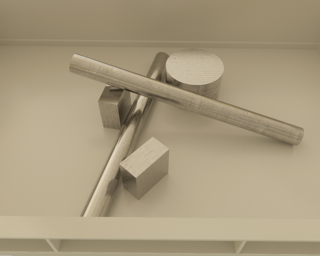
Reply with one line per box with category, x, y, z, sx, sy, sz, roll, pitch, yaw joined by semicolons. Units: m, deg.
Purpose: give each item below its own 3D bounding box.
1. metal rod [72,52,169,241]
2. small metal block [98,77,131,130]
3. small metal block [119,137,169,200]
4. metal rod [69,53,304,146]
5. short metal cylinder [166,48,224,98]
metal rod;-0.036;-0.002;0.405;0.025;0.025;0.300;12;51;10
small metal block;-0.059;-0.033;0.416;0.025;0.050;0.050;10;51;8
small metal block;-0.016;0.046;0.350;0.025;0.050;0.050;36;58;26
metal rod;0.035;-0.035;0.393;0.302;0.025;0.025;18;51;-2
short metal cylinder;0.048;-0.071;0.449;0.081;0.050;0.080;0;50;0
